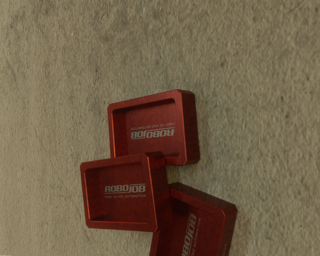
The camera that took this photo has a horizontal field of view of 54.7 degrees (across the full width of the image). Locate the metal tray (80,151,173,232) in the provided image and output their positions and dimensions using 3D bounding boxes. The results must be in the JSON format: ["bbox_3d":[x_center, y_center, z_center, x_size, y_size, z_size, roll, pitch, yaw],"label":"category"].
[{"bbox_3d":[-0.048,0.082,0.399,0.130,0.030,0.089,-12,82,39],"label":"metal tray"}]

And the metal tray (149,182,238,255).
[{"bbox_3d":[0.034,0.141,0.371,0.090,0.030,0.129,15,100,38],"label":"metal tray"}]

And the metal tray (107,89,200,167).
[{"bbox_3d":[-0.013,0.005,0.410,0.130,0.030,0.089,-7,85,39],"label":"metal tray"}]
